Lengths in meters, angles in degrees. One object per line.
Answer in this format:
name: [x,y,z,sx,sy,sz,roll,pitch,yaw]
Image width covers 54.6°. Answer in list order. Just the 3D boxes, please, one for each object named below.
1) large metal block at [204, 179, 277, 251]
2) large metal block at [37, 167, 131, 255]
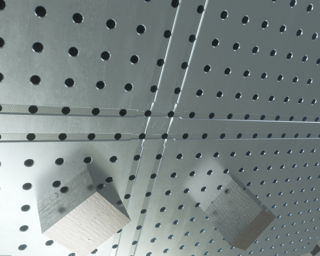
large metal block: [0.138,0.151,0.544,0.050,0.080,0.080,32,101,-38]
large metal block: [-0.099,0.113,0.410,0.080,0.050,0.080,-38,129,-3]
